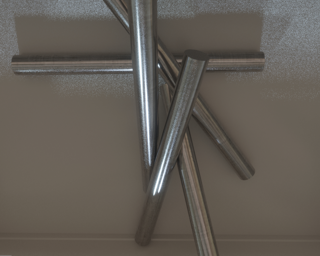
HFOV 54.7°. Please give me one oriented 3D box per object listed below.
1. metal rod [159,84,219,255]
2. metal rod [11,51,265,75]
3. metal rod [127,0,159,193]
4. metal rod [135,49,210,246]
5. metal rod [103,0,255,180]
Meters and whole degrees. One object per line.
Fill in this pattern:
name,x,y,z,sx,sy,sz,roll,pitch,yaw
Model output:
metal rod,0.044,0.090,0.377,0.025,0.025,0.298,-13,84,5
metal rod,-0.026,-0.079,0.381,0.302,0.025,0.025,-1,110,0
metal rod,-0.014,-0.020,0.340,0.025,0.025,0.298,-1,134,0
metal rod,0.005,0.048,0.380,0.025,0.025,0.298,11,125,-4
metal rod,0.034,-0.040,0.374,0.025,0.025,0.300,-35,115,12
